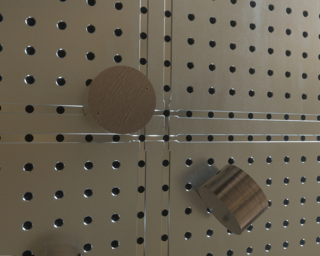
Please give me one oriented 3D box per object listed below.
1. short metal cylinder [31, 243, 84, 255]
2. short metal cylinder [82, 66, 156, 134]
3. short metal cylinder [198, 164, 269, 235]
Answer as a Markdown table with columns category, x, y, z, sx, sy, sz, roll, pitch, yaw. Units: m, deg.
| category | x | y | z | sx | sy | sz | roll | pitch | yaw |
| --- | --- | --- | --- | --- | --- | --- | --- | --- | --- |
| short metal cylinder | -0.120 | 0.182 | 0.356 | 0.081 | 0.050 | 0.079 | 0 | 90 | -21 |
| short metal cylinder | -0.051 | -0.032 | 0.381 | 0.081 | 0.050 | 0.079 | 0 | 90 | -21 |
| short metal cylinder | 0.098 | 0.096 | 0.421 | 0.050 | 0.080 | 0.080 | -36 | 102 | -17 |
